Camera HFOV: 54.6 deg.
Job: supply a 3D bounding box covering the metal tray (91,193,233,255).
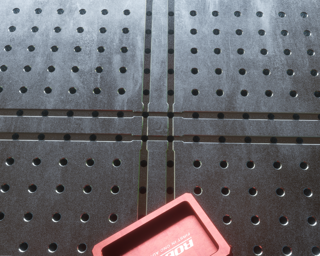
[{"bbox_3d":[0.001,0.138,0.336,0.131,0.030,0.090,-28,41,-10],"label":"metal tray"}]
